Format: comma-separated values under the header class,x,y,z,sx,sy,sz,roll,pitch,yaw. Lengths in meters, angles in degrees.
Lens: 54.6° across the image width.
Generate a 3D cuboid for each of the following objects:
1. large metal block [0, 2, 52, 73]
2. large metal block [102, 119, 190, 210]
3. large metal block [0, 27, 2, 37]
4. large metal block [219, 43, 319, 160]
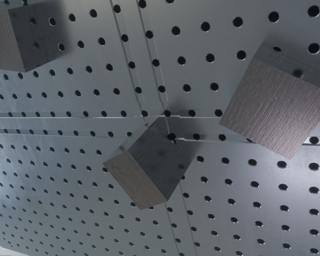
class,x,y,z,sx,sy,sz,roll,pitch,yaw
large metal block,-0.207,-0.127,0.427,0.080,0.050,0.080,10,123,23
large metal block,-0.015,0.047,0.413,0.050,0.080,0.080,-29,103,38
large metal block,-0.291,-0.122,0.455,0.050,0.080,0.080,40,129,1
large metal block,0.118,-0.028,0.316,0.080,0.050,0.079,28,128,10
